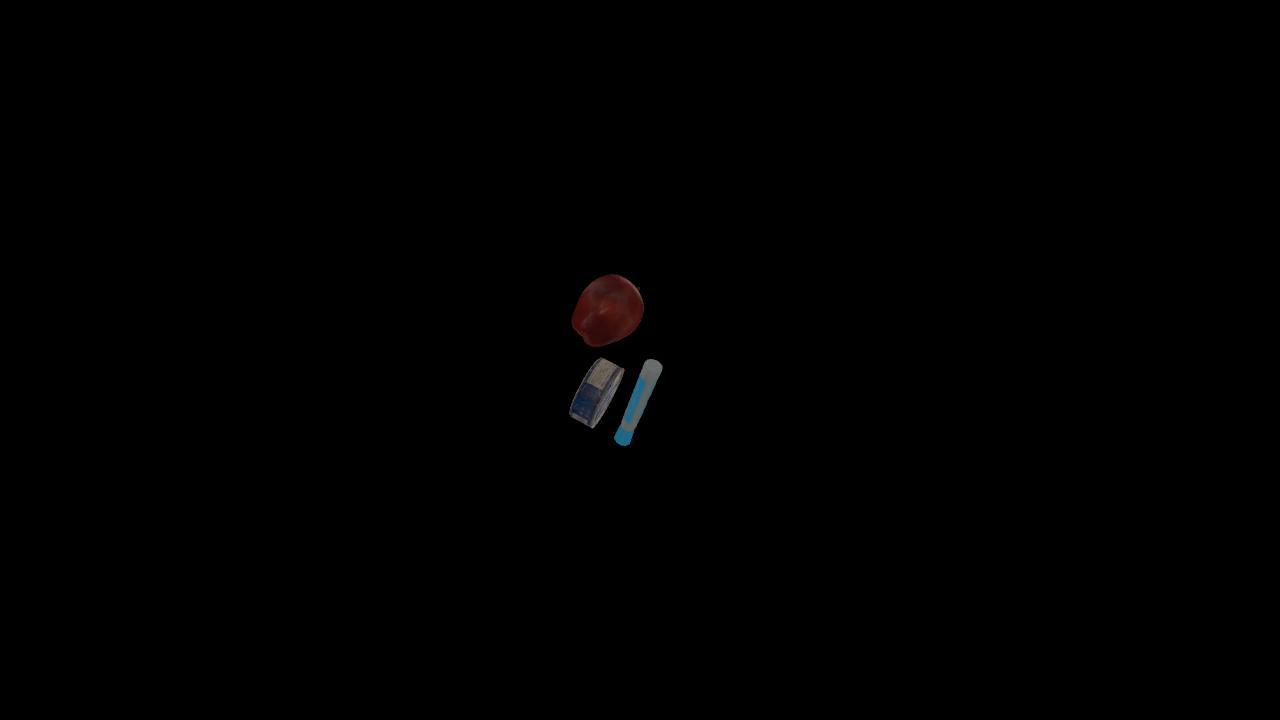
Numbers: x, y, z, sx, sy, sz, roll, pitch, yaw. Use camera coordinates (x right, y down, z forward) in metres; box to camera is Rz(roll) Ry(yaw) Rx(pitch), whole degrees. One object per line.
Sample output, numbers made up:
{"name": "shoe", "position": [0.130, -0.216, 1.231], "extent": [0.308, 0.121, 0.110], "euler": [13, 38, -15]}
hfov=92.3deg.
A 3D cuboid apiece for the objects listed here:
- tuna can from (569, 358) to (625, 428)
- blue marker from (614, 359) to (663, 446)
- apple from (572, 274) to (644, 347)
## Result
{"name": "tuna can", "position": [-0.053, 0.040, 0.755], "extent": [0.034, 0.084, 0.084], "euler": [27, 3, 5]}
{"name": "blue marker", "position": [-0.004, 0.048, 0.635], "extent": [0.020, 0.121, 0.020], "euler": [12, 41, -11]}
{"name": "apple", "position": [-0.037, -0.060, 0.745], "extent": [0.093, 0.079, 0.079], "euler": [-42, 6, -7]}
